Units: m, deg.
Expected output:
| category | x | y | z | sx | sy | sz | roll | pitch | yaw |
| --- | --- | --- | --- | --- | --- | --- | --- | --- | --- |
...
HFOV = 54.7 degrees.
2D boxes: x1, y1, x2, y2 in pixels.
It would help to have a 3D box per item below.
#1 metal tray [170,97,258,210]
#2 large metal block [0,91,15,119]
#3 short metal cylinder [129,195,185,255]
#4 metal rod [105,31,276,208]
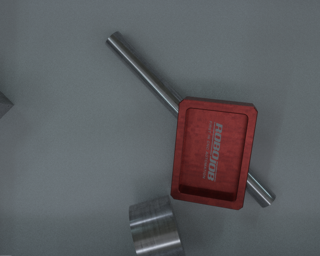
| category | x | y | z | sx | sy | sz | roll | pitch | yaw |
| --- | --- | --- | --- | --- | --- | --- | --- | --- | --- |
| metal tray | 0.065 | 0.030 | 0.385 | 0.090 | 0.030 | 0.129 | 7 | 104 | 11 |
| large metal block | -0.244 | -0.021 | 0.381 | 0.080 | 0.080 | 0.050 | -44 | 91 | 0 |
| short metal cylinder | -0.003 | 0.129 | 0.384 | 0.050 | 0.080 | 0.080 | -16 | 90 | 0 |
| metal rod | 0.041 | -0.011 | 0.411 | 0.025 | 0.025 | 0.300 | -44 | 91 | 0 |
